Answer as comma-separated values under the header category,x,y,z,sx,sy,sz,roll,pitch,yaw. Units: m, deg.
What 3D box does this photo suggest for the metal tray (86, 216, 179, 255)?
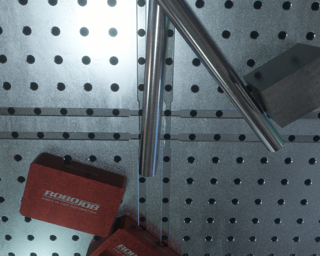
category,x,y,z,sx,sy,sz,roll,pitch,yaw
metal tray,-0.039,0.209,0.487,0.130,0.030,0.090,41,105,-14

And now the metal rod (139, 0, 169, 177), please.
category,x,y,z,sx,sy,sz,roll,pitch,yaw
metal rod,-0.006,-0.076,0.385,0.025,0.025,0.298,4,110,-2

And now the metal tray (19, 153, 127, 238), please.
category,x,y,z,sx,sy,sz,roll,pitch,yaw
metal tray,-0.124,0.098,0.445,0.131,0.030,0.089,18,109,-7

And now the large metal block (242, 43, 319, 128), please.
category,x,y,z,sx,sy,sz,roll,pitch,yaw
large metal block,0.155,-0.053,0.367,0.080,0.080,0.050,-31,107,10

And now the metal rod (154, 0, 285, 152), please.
category,x,y,z,sx,sy,sz,roll,pitch,yaw
metal rod,0.065,-0.079,0.368,0.025,0.025,0.300,-37,113,12
